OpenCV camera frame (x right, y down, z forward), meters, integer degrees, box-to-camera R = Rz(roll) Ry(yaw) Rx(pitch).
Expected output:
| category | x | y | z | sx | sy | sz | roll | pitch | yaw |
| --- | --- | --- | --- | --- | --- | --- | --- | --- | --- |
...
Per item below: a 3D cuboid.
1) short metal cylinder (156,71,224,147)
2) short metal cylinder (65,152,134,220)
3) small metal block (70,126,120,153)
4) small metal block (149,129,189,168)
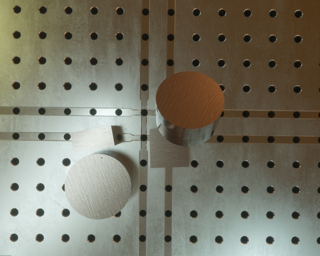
| category | x | y | z | sx | sy | sz | roll | pitch | yaw |
| --- | --- | --- | --- | --- | --- | --- | --- | --- | --- |
| short metal cylinder | 0.035 | -0.023 | 0.385 | 0.081 | 0.050 | 0.080 | 0 | 63 | -1 |
| short metal cylinder | -0.075 | 0.071 | 0.400 | 0.081 | 0.050 | 0.079 | 0 | 90 | 0 |
| small metal block | -0.082 | 0.013 | 0.400 | 0.050 | 0.050 | 0.025 | -10 | 90 | 0 |
| small metal block | 0.012 | 0.026 | 0.413 | 0.050 | 0.025 | 0.050 | -2 | 90 | 0 |
